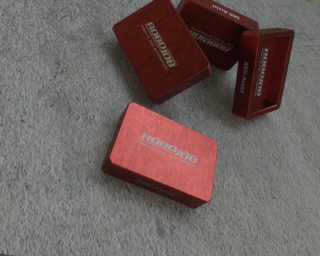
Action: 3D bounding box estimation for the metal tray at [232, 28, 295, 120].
[{"bbox_3d":[0.160,-0.085,0.481,0.091,0.129,0.030,-17,31,-35],"label":"metal tray"}]

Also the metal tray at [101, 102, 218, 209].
[{"bbox_3d":[0.005,0.034,0.382,0.131,0.030,0.090,25,53,-13],"label":"metal tray"}]

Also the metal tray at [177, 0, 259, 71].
[{"bbox_3d":[0.080,-0.150,0.495,0.131,0.090,0.030,17,53,-19],"label":"metal tray"}]

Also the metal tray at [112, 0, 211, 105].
[{"bbox_3d":[0.002,-0.110,0.433,0.090,0.030,0.130,-30,74,6],"label":"metal tray"}]
